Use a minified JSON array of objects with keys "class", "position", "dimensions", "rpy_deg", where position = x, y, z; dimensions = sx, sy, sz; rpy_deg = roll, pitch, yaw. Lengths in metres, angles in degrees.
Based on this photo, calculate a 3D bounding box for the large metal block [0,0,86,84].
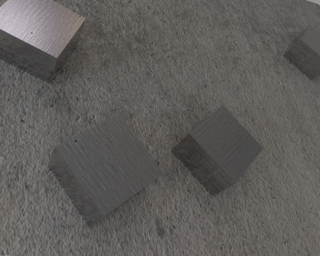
[{"class":"large metal block","position":[-0.149,-0.113,0.377],"dimensions":[0.080,0.050,0.080],"rpy_deg":[27,52,-12]}]

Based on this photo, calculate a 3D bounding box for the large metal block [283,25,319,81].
[{"class":"large metal block","position":[0.320,-0.160,0.657],"dimensions":[0.080,0.050,0.080],"rpy_deg":[42,51,0]}]

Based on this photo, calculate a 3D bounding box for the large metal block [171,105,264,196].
[{"class":"large metal block","position":[0.076,0.028,0.411],"dimensions":[0.080,0.050,0.080],"rpy_deg":[48,51,5]}]

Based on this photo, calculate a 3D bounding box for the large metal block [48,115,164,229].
[{"class":"large metal block","position":[-0.058,0.044,0.329],"dimensions":[0.081,0.050,0.080],"rpy_deg":[-30,79,-38]}]
